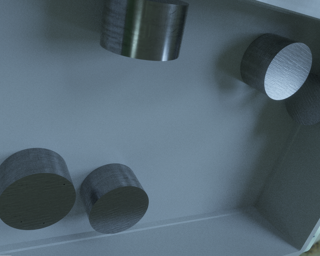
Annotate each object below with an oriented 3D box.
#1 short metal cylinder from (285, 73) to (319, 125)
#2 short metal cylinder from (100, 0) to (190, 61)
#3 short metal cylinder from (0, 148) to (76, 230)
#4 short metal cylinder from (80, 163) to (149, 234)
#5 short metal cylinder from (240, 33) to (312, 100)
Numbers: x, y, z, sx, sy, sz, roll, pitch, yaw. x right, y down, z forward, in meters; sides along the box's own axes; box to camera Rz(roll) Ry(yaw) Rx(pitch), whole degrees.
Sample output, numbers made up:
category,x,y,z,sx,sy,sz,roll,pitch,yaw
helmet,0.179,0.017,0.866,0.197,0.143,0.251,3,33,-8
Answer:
category,x,y,z,sx,sy,sz,roll,pitch,yaw
short metal cylinder,0.244,-0.046,0.481,0.050,0.080,0.079,-6,121,-26
short metal cylinder,-0.016,-0.102,0.302,0.081,0.080,0.050,-4,120,-27
short metal cylinder,-0.144,0.070,0.358,0.081,0.050,0.079,-14,125,-21
short metal cylinder,-0.062,0.095,0.419,0.081,0.050,0.079,-14,125,-21
short metal cylinder,0.160,-0.085,0.430,0.081,0.050,0.079,-14,125,-21
